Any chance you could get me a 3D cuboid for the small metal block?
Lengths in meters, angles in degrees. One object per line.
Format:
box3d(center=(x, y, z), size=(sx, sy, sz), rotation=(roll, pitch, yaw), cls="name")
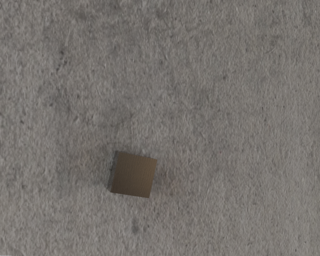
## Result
box3d(center=(-0.036, 0.059, 0.396), size=(0.050, 0.025, 0.050), rotation=(13, 86, -20), cls="small metal block")
